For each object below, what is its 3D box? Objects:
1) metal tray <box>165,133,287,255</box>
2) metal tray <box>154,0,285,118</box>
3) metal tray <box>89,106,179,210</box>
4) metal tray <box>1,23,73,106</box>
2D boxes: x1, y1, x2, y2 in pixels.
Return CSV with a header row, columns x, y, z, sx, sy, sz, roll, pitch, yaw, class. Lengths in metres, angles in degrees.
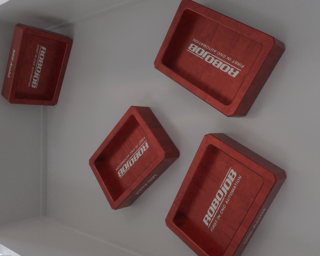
x,y,z,sx,sy,sz,roll,pitch,yaw,class
0.068,0.081,0.347,0.090,0.030,0.129,35,111,34,metal tray
0.060,-0.081,0.353,0.130,0.030,0.089,40,114,33,metal tray
-0.042,0.043,0.438,0.129,0.030,0.090,-49,61,29,metal tray
-0.214,-0.105,0.541,0.030,0.091,0.129,32,110,35,metal tray
